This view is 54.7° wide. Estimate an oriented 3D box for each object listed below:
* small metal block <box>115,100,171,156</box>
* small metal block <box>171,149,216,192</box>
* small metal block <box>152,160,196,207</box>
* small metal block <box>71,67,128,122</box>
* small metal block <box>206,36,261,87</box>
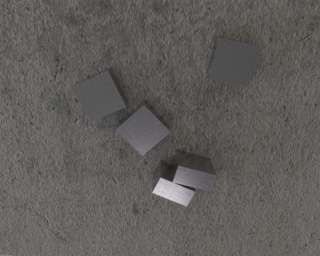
[{"bbox_3d":[-0.022,0.000,0.409,0.050,0.025,0.050,-40,106,13],"label":"small metal block"},{"bbox_3d":[0.044,0.056,0.417,0.050,0.050,0.025,15,109,-6],"label":"small metal block"},{"bbox_3d":[0.018,0.075,0.424,0.050,0.050,0.025,24,109,-9],"label":"small metal block"},{"bbox_3d":[-0.075,-0.042,0.393,0.050,0.025,0.050,-23,109,8],"label":"small metal block"},{"bbox_3d":[0.088,-0.082,0.380,0.050,0.025,0.050,10,110,-4],"label":"small metal block"}]
